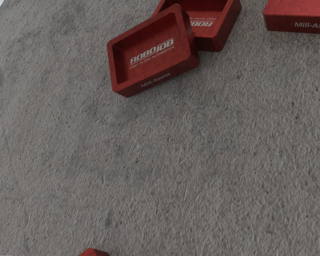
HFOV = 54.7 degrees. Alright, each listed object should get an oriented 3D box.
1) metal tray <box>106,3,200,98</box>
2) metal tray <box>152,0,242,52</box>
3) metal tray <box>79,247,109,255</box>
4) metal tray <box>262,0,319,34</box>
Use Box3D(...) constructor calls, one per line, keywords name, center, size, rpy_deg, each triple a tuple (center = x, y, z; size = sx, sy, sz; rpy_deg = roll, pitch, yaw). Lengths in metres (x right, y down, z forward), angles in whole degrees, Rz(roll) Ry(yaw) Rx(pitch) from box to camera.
Box3D(name="metal tray", center=(-0.014, -0.108, 0.448), size=(0.130, 0.030, 0.090), rpy_deg=(-20, 68, 26))
Box3D(name="metal tray", center=(0.047, -0.166, 0.477), size=(0.130, 0.030, 0.090), rpy_deg=(15, 69, 34))
Box3D(name="metal tray", center=(-0.098, 0.204, 0.327), size=(0.130, 0.030, 0.090), rpy_deg=(-39, 51, 2))
Box3D(name="metal tray", center=(0.210, -0.163, 0.391), size=(0.130, 0.030, 0.090), rpy_deg=(17, 70, 34))
